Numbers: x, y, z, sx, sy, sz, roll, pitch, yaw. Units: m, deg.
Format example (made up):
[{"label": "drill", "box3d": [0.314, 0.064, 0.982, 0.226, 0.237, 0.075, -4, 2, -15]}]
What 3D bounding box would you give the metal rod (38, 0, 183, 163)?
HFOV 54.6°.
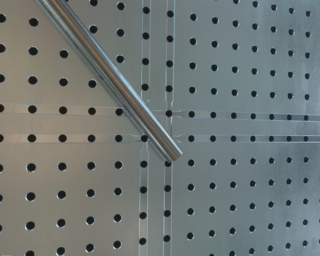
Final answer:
[{"label": "metal rod", "box3d": [-0.069, -0.076, 0.386, 0.025, 0.025, 0.300, -42, 103, -15]}]
